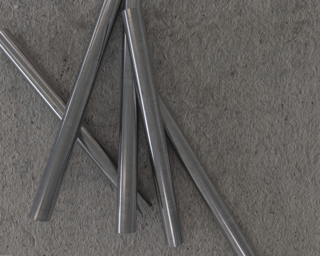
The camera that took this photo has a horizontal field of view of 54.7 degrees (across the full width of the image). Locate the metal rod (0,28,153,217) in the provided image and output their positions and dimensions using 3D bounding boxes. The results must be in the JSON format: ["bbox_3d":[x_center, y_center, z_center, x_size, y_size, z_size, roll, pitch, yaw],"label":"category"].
[{"bbox_3d":[-0.114,-0.007,0.408,0.025,0.025,0.300,-40,90,0],"label":"metal rod"}]

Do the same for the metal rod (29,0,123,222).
[{"bbox_3d":[-0.101,-0.035,0.387,0.025,0.025,0.299,16,81,0],"label":"metal rod"}]

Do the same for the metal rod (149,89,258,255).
[{"bbox_3d":[0.059,0.076,0.410,0.025,0.025,0.299,-31,90,0],"label":"metal rod"}]

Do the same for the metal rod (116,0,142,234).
[{"bbox_3d":[-0.039,-0.022,0.394,0.025,0.025,0.298,1,84,0],"label":"metal rod"}]

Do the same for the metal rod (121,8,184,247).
[{"bbox_3d":[-0.007,0.006,0.389,0.025,0.025,0.298,-10,98,0],"label":"metal rod"}]
